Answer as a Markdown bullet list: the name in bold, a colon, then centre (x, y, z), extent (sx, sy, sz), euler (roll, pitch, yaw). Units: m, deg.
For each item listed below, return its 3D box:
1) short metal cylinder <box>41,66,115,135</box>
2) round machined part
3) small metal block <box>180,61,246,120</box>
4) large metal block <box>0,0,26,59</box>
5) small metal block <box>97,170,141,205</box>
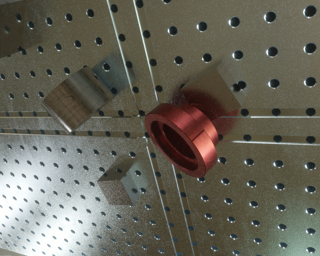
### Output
- **short metal cylinder**: centre (-0.106, -0.036, 0.407), extent (0.080, 0.080, 0.050), euler (-35, 99, 38)
- **round machined part**: centre (0.031, 0.009, 0.371), extent (0.098, 0.042, 0.098), euler (40, 157, 22)
- **small metal block**: centre (0.061, -0.039, 0.354), extent (0.050, 0.025, 0.050), euler (-28, 104, 37)
- **large metal block**: centre (-0.237, -0.152, 0.423), extent (0.080, 0.050, 0.079), euler (32, 128, 7)
- **small metal block**: centre (-0.067, 0.098, 0.506), extent (0.050, 0.025, 0.050), euler (-10, 114, 32)
